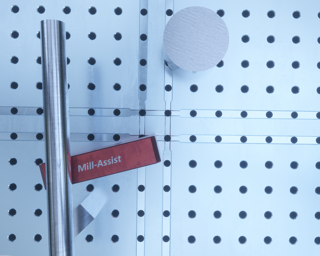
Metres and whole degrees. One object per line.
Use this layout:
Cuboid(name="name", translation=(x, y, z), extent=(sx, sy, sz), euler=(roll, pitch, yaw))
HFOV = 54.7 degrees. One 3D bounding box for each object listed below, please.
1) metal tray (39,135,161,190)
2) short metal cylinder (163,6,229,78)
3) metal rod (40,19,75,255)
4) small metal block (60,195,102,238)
Cuboid(name="metal tray", translation=(-0.066, 0.038, 0.380), extent=(0.131, 0.090, 0.030), euler=(-14, 90, -1))
Cuboid(name="short metal cylinder", translation=(0.044, -0.109, 0.401), extent=(0.081, 0.050, 0.079), euler=(0, 90, -1))
Cuboid(name="metal rod", translation=(-0.105, 0.041, 0.321), extent=(0.025, 0.025, 0.298), euler=(-2, 90, -1))
Cuboid(name="small metal block", translation=(-0.106, 0.118, 0.400), extent=(0.050, 0.050, 0.025), euler=(-44, 91, 0))
